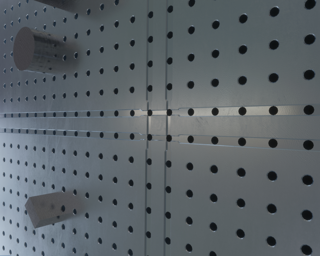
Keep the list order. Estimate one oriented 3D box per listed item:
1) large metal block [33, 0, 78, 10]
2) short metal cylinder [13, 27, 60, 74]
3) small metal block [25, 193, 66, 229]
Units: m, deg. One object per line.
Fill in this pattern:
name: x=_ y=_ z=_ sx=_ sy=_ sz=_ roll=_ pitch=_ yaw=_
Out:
large metal block: x=-0.176 y=-0.249 z=0.519 sx=0.080 sy=0.081 sz=0.050 roll=-13 pitch=82 yaw=39
short metal cylinder: x=-0.234 y=-0.145 z=0.587 sx=0.080 sy=0.050 sz=0.079 roll=0 pitch=90 yaw=40
small metal block: x=-0.210 y=0.150 z=0.567 sx=0.050 sy=0.050 sz=0.025 roll=52 pitch=120 yaw=27
